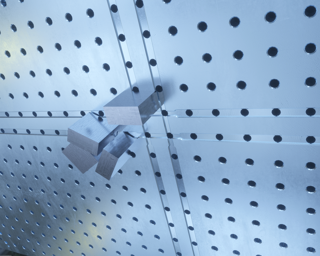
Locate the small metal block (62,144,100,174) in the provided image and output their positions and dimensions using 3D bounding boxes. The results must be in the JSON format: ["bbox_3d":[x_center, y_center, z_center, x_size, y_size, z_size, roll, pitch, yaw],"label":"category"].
[{"bbox_3d":[-0.122,0.039,0.497,0.050,0.025,0.050,48,129,-6],"label":"small metal block"}]

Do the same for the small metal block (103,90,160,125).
[{"bbox_3d":[-0.035,-0.027,0.396,0.050,0.050,0.025,2,119,27],"label":"small metal block"}]

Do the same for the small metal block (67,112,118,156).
[{"bbox_3d":[-0.097,0.008,0.449,0.050,0.050,0.025,25,127,12],"label":"small metal block"}]

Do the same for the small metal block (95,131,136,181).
[{"bbox_3d":[-0.065,0.040,0.452,0.025,0.050,0.050,32,128,7],"label":"small metal block"}]
